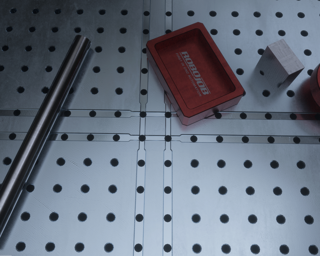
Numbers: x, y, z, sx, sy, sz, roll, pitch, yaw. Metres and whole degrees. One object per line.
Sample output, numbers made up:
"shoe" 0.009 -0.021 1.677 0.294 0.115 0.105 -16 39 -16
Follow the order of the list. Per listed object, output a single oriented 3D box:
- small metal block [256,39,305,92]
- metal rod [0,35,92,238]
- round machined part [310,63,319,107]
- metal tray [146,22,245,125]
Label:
"small metal block" 0.166 -0.086 0.432 0.025 0.050 0.050 -25 72 -9
"metal rod" -0.159 0.005 0.408 0.025 0.025 0.299 17 71 6
"round machined part" 0.255 -0.053 0.425 0.099 0.042 0.098 0 70 -1
"metal tray" 0.047 -0.079 0.438 0.091 0.030 0.130 -24 72 -9
